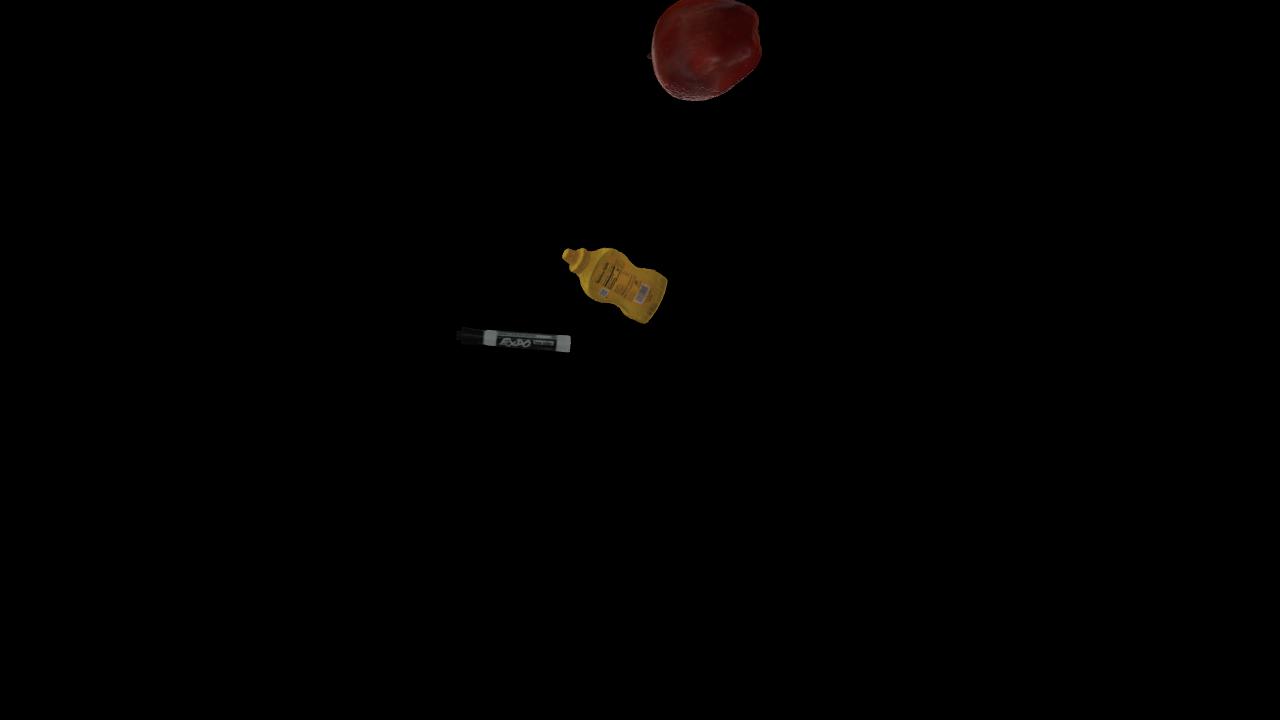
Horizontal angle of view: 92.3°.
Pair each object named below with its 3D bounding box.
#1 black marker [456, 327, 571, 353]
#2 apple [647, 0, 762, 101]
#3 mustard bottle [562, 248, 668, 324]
[{"bbox_3d":[-0.136,-0.022,0.666,0.121,0.020,0.020,4,-1,-12],"label":"black marker"},{"bbox_3d":[0.052,-0.256,0.506,0.093,0.079,0.079,-4,-1,15],"label":"apple"},{"bbox_3d":[-0.047,-0.134,1.007,0.184,0.092,0.054,25,10,-30],"label":"mustard bottle"}]
